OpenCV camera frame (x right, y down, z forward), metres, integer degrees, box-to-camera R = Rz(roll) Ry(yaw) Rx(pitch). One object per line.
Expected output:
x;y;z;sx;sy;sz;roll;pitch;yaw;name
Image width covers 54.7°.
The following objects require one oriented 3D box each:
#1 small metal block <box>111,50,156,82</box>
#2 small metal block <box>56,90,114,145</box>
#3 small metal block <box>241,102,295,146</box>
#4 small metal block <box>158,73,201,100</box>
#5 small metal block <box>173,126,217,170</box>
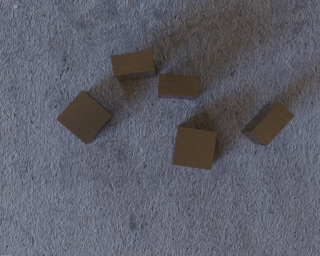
-0.033;-0.078;0.397;0.050;0.050;0.025;-8;90;0;small metal block
-0.097;-0.014;0.409;0.050;0.025;0.050;41;90;0;small metal block
0.137;-0.005;0.398;0.025;0.050;0.050;43;90;0;small metal block
0.023;-0.052;0.397;0.050;0.050;0.025;4;90;0;small metal block
0.045;0.026;0.410;0.050;0.025;0.050;8;90;0;small metal block
